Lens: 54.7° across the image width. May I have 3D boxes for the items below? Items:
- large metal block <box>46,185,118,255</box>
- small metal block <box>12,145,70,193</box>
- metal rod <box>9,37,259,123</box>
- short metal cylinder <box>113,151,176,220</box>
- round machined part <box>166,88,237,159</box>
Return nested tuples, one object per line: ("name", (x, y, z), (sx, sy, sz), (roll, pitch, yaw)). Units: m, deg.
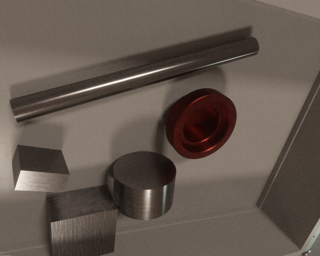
("large metal block", (-0.106, 0.129, 0.415), (0.081, 0.050, 0.079), (-5, 121, -25))
("small metal block", (-0.135, 0.046, 0.348), (0.050, 0.050, 0.025), (12, 112, -34))
("metal rod", (-0.013, -0.063, 0.363), (0.302, 0.025, 0.025), (-19, 126, -18))
("short metal cylinder", (-0.021, 0.074, 0.409), (0.081, 0.080, 0.050), (-10, 123, -24))
("round machined part", (0.051, -0.010, 0.422), (0.099, 0.042, 0.097), (-14, 124, -21))
